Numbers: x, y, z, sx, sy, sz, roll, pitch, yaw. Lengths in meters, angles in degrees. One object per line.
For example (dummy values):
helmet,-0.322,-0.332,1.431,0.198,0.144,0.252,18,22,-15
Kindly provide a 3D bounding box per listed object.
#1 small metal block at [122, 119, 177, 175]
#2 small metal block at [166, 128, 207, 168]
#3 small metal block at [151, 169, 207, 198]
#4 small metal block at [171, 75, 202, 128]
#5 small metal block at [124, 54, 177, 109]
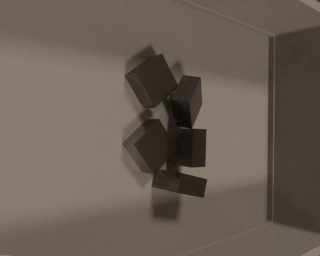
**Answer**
small metal block,-0.012,0.023,0.398,0.050,0.025,0.050,-46,118,-30
small metal block,0.035,0.026,0.422,0.025,0.050,0.050,3,88,-40
small metal block,0.026,0.074,0.414,0.050,0.050,0.025,20,78,-39
small metal block,0.037,-0.035,0.420,0.050,0.025,0.050,78,30,-47
small metal block,-0.010,-0.060,0.400,0.050,0.025,0.050,-44,117,-31
